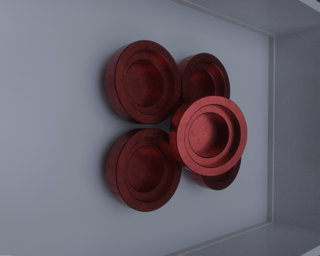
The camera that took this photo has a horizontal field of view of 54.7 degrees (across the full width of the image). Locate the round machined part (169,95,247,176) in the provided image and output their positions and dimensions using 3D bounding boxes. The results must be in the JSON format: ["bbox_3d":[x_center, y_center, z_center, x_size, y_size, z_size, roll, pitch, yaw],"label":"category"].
[{"bbox_3d":[0.056,0.008,0.387,0.099,0.042,0.097,-2,96,-22],"label":"round machined part"}]

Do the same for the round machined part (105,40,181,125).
[{"bbox_3d":[-0.024,-0.053,0.375,0.099,0.042,0.097,0,90,-40],"label":"round machined part"}]

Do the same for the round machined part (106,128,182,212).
[{"bbox_3d":[-0.023,0.048,0.376,0.099,0.042,0.097,0,90,-40],"label":"round machined part"}]

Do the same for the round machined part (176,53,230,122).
[{"bbox_3d":[0.053,-0.054,0.440,0.099,0.042,0.097,0,90,-40],"label":"round machined part"}]

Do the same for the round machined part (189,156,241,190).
[{"bbox_3d":[0.074,0.040,0.458,0.099,0.042,0.097,0,90,-40],"label":"round machined part"}]
